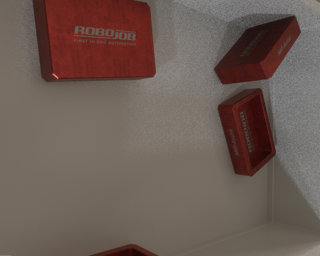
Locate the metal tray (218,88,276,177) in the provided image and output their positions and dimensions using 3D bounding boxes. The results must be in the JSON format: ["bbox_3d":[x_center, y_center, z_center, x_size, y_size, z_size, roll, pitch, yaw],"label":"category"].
[{"bbox_3d":[0.153,0.006,0.534,0.091,0.030,0.129,-29,109,-36],"label":"metal tray"}]

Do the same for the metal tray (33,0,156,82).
[{"bbox_3d":[-0.067,-0.100,0.348,0.131,0.030,0.089,-9,96,-40],"label":"metal tray"}]

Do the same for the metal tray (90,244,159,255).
[{"bbox_3d":[-0.055,0.162,0.320,0.131,0.090,0.030,1,90,-40],"label":"metal tray"}]

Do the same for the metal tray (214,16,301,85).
[{"bbox_3d":[0.157,-0.124,0.498,0.130,0.090,0.030,-50,120,-28],"label":"metal tray"}]
